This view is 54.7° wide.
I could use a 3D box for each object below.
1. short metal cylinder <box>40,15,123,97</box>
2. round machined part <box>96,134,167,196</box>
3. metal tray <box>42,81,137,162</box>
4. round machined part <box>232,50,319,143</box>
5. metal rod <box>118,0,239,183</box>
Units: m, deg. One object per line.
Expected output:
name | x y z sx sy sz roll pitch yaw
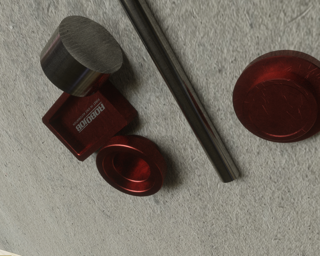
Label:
short metal cylinder | -0.092 -0.084 0.366 0.080 0.080 0.050 49 128 -7
round machined part | -0.036 0.048 0.437 0.098 0.042 0.097 11 130 14
metal tray | -0.105 -0.016 0.446 0.090 0.030 0.129 48 128 -7
round machined part | 0.123 -0.026 0.315 0.098 0.042 0.097 13 124 20
metal rod | 0.015 -0.062 0.359 0.025 0.025 0.299 -20 108 35
